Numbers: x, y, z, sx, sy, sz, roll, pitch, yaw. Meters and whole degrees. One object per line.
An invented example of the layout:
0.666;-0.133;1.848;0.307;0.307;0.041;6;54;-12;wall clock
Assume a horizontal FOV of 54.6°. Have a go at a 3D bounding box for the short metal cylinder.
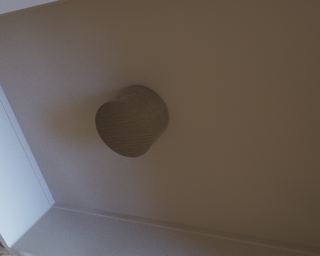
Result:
-0.036;-0.009;0.404;0.080;0.050;0.080;13;124;21;short metal cylinder
